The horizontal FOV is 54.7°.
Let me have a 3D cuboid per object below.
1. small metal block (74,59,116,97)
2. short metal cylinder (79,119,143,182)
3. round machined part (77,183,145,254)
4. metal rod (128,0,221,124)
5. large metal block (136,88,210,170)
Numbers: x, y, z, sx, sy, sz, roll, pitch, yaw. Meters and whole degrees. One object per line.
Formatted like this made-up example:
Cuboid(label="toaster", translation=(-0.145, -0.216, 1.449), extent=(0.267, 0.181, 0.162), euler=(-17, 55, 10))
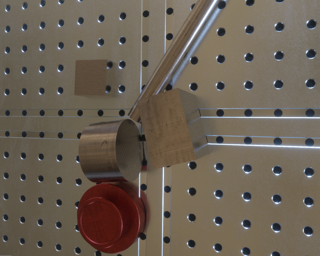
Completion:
Cuboid(label="small metal block", translation=(-0.093, -0.070, 0.444), extent=(0.050, 0.025, 0.050), euler=(3, 91, 19))
Cuboid(label="short metal cylinder", translation=(-0.061, 0.030, 0.404), extent=(0.050, 0.080, 0.080), euler=(-5, 88, 20))
Cuboid(label="round machined part", translation=(-0.074, 0.125, 0.428), extent=(0.098, 0.042, 0.097), euler=(0, 90, 19))
Cuboid(label="metal rod", translation=(0.046, -0.136, 0.395), extent=(0.025, 0.025, 0.299), euler=(36, 101, 16))
Cuboid(label="large metal block", translation=(0.019, 0.001, 0.376), extent=(0.050, 0.080, 0.080), euler=(-16, 85, 19))
